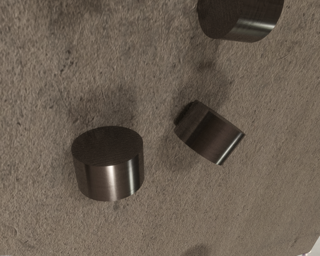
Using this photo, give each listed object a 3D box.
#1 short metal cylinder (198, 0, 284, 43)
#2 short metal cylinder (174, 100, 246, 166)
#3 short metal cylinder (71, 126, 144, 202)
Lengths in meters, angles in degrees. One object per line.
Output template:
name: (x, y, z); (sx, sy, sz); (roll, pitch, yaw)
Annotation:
short metal cylinder: (0.085, -0.136, 0.335); (0.050, 0.080, 0.079); (-3, 120, -28)
short metal cylinder: (0.065, 0.005, 0.412); (0.080, 0.080, 0.050); (26, 104, -38)
short metal cylinder: (-0.059, 0.040, 0.364); (0.081, 0.080, 0.050); (-14, 124, -21)
